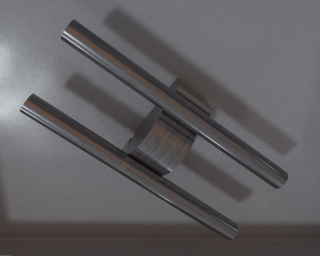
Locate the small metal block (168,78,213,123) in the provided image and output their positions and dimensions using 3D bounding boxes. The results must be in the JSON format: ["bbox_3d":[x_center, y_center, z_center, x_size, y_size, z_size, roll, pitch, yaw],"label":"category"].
[{"bbox_3d":[0.035,-0.033,0.384,0.050,0.050,0.025,35,106,-12],"label":"small metal block"}]

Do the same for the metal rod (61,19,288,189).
[{"bbox_3d":[0.027,-0.018,0.350,0.301,0.025,0.025,34,106,-12],"label":"metal rod"}]

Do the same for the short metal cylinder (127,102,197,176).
[{"bbox_3d":[0.003,0.012,0.385,0.050,0.080,0.080,35,106,-12],"label":"short metal cylinder"}]

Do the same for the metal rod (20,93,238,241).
[{"bbox_3d":[-0.027,0.054,0.377,0.301,0.025,0.025,34,106,-12],"label":"metal rod"}]

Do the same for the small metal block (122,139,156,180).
[{"bbox_3d":[-0.029,0.047,0.413,0.050,0.050,0.025,35,106,-12],"label":"small metal block"}]
